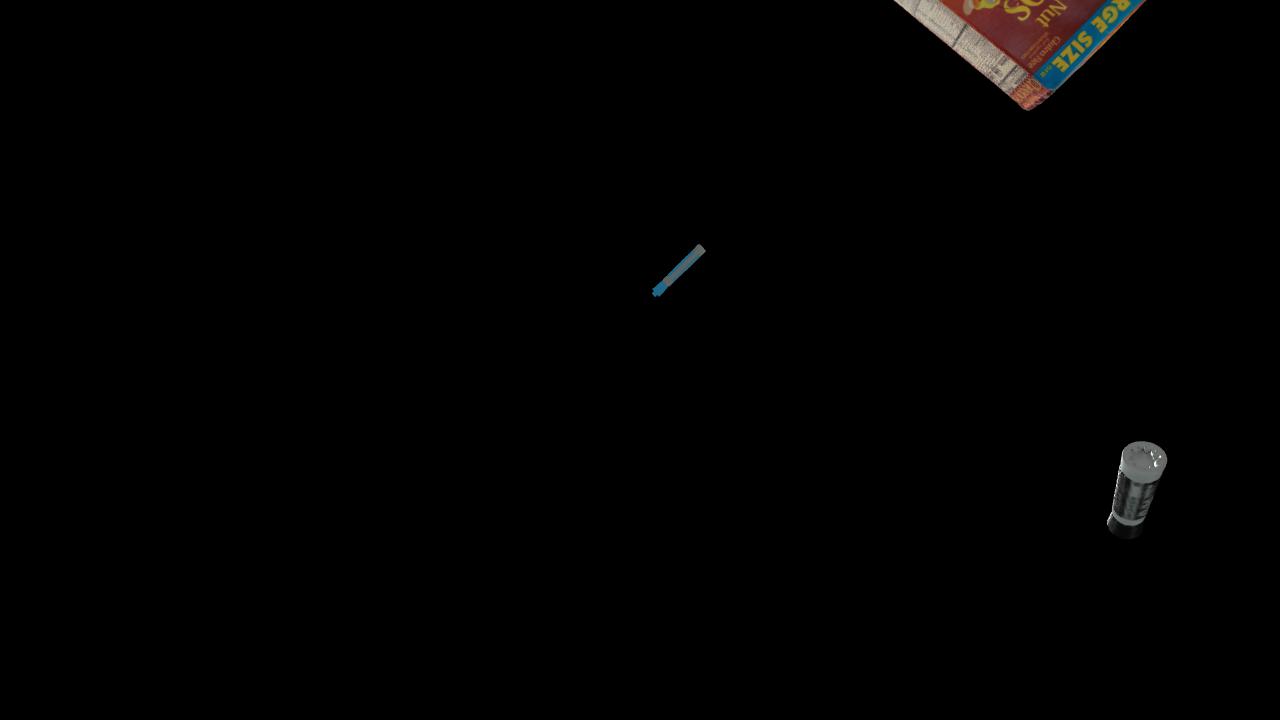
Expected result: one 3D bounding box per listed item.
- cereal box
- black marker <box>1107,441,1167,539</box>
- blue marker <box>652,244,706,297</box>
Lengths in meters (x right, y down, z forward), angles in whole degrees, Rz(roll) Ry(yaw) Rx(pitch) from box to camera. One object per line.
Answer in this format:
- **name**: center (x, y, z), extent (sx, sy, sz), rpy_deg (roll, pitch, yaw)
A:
- **cereal box**: center (0.398, -0.456, 0.670), extent (0.306, 0.203, 0.081), rpy_deg (45, 11, 7)
- **black marker**: center (0.296, 0.082, 0.370), extent (0.020, 0.020, 0.121), rpy_deg (0, -31, 34)
- **blue marker**: center (0.067, -0.157, 1.093), extent (0.121, 0.020, 0.020), rpy_deg (-44, -1, 1)
